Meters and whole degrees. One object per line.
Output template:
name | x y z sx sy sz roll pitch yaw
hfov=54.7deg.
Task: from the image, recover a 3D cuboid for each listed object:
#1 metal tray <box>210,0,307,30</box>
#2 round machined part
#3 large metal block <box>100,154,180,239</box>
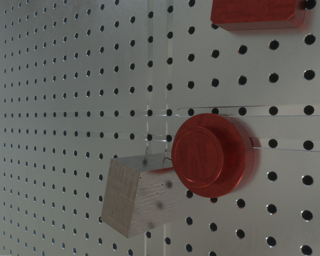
metal tray | 0.106 -0.171 0.318 0.090 0.030 0.129 12 98 39
round machined part | 0.052 0.031 0.356 0.098 0.042 0.097 0 90 40
large metal block | -0.022 0.081 0.392 0.050 0.081 0.079 18 102 39
